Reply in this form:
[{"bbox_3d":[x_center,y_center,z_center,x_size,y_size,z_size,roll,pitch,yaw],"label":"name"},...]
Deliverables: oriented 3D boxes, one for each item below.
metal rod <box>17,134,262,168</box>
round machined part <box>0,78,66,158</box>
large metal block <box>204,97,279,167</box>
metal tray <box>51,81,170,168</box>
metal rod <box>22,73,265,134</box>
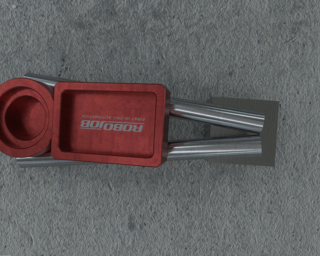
[{"bbox_3d":[-0.034,0.030,0.379,0.301,0.025,0.025,-4,90,12],"label":"metal rod"},{"bbox_3d":[-0.166,-0.012,0.395,0.098,0.042,0.097,0,90,10],"label":"round machined part"},{"bbox_3d":[0.101,0.004,0.398,0.081,0.050,0.079,4,90,-1],"label":"large metal block"},{"bbox_3d":[-0.057,-0.006,0.356,0.131,0.030,0.089,3,90,12],"label":"metal tray"},{"bbox_3d":[-0.030,-0.033,0.378,0.301,0.025,0.025,11,90,12],"label":"metal rod"}]
